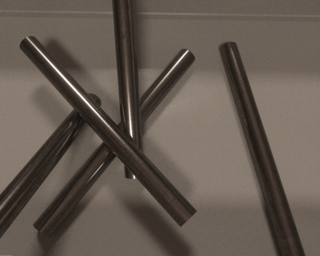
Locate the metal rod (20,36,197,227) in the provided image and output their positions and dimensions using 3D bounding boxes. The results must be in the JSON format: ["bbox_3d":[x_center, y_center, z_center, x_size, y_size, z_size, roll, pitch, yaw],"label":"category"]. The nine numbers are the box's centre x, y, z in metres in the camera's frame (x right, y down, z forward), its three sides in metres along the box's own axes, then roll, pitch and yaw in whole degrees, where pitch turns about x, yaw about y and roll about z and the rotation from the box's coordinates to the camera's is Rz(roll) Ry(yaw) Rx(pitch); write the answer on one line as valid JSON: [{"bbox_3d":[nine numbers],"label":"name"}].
[{"bbox_3d":[-0.070,-0.006,0.370,0.025,0.025,0.300,-41,76,-14],"label":"metal rod"}]

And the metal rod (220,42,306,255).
[{"bbox_3d":[0.128,0.019,0.404,0.025,0.025,0.299,-10,70,-4],"label":"metal rod"}]

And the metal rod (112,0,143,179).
[{"bbox_3d":[-0.040,-0.087,0.374,0.025,0.025,0.298,-4,96,-2],"label":"metal rod"}]

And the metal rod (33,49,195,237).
[{"bbox_3d":[-0.049,0.008,0.406,0.025,0.025,0.300,35,73,11],"label":"metal rod"}]

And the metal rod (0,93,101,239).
[{"bbox_3d":[-0.135,0.055,0.314,0.025,0.025,0.301,18,42,6],"label":"metal rod"}]
